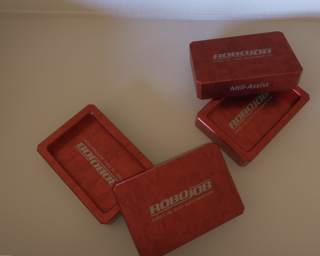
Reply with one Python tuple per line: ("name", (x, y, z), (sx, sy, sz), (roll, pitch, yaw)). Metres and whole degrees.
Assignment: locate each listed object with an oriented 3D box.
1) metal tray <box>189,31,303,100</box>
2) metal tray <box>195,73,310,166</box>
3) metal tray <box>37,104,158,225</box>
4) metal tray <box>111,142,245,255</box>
("metal tray", (0.110, -0.086, 0.418), (0.131, 0.030, 0.090), (-6, 49, 2))
("metal tray", (0.123, -0.024, 0.417), (0.130, 0.030, 0.090), (-43, 76, -14))
("metal tray", (-0.077, 0.044, 0.389), (0.090, 0.030, 0.130), (-42, 76, -14))
("metal tray", (0.021, 0.081, 0.357), (0.131, 0.030, 0.090), (-22, 89, -15))
